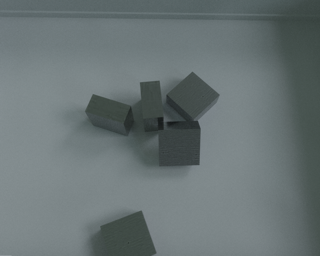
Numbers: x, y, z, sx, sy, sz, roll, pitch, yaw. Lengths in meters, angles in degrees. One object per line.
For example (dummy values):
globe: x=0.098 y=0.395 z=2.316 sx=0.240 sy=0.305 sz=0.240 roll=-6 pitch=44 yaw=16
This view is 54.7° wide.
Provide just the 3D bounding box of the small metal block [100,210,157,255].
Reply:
small metal block: x=-0.036 y=0.130 z=0.362 sx=0.050 sy=0.025 sz=0.050 roll=-19 pitch=71 yaw=-7

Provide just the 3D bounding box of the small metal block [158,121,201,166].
small metal block: x=0.024 y=0.019 z=0.388 sx=0.050 sy=0.025 sz=0.050 roll=-2 pitch=114 yaw=-1

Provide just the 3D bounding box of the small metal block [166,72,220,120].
small metal block: x=0.044 y=-0.040 z=0.424 sx=0.050 sy=0.025 sz=0.050 roll=-43 pitch=76 yaw=-14

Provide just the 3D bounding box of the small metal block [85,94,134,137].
small metal block: x=-0.063 y=-0.015 z=0.401 sx=0.050 sy=0.050 sz=0.025 roll=17 pitch=71 yaw=6

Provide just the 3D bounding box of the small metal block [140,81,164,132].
small metal block: x=-0.010 y=-0.027 z=0.406 sx=0.025 sy=0.050 sz=0.050 roll=-5 pitch=70 yaw=-2
